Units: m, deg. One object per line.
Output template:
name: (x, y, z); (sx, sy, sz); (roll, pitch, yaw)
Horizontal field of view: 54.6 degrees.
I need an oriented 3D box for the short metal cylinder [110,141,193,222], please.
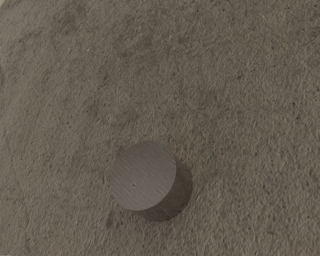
short metal cylinder: (-0.009, 0.061, 0.356); (0.080, 0.050, 0.080); (-13, 56, 21)
